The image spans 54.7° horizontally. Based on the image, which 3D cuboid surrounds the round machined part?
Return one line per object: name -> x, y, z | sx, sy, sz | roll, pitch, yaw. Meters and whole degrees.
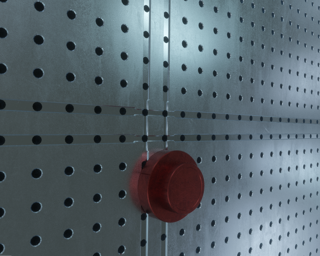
round machined part -> 0.022, 0.079, 0.419 | 0.099, 0.042, 0.097 | 0, 90, -40
